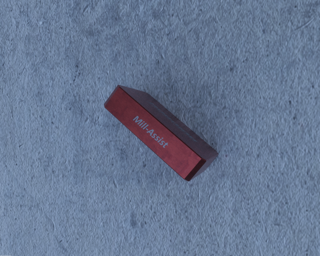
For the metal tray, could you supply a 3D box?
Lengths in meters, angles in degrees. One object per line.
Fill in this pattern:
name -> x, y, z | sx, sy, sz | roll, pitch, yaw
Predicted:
metal tray -> 0.005, 0.003, 0.373 | 0.130, 0.090, 0.030 | 41, 103, 15
